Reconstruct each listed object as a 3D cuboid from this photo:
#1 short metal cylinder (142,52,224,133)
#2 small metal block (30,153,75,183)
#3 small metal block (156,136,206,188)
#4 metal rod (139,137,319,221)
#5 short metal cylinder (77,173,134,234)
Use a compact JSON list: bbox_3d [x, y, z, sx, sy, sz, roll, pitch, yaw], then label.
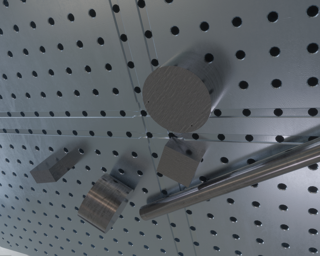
[{"bbox_3d":[0.027,-0.041,0.355,0.080,0.050,0.079,13,124,21],"label":"short metal cylinder"},{"bbox_3d":[-0.185,0.069,0.536,0.050,0.050,0.025,-10,114,32],"label":"small metal block"},{"bbox_3d":[0.028,0.047,0.425,0.050,0.025,0.050,26,128,12],"label":"small metal block"},{"bbox_3d":[0.078,0.080,0.419,0.299,0.025,0.025,-31,101,38],"label":"metal rod"},{"bbox_3d":[-0.086,0.120,0.495,0.050,0.080,0.079,31,128,8],"label":"short metal cylinder"}]
